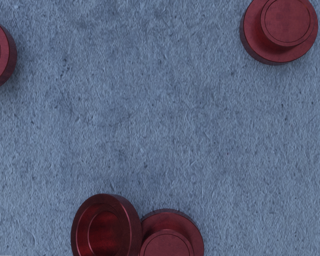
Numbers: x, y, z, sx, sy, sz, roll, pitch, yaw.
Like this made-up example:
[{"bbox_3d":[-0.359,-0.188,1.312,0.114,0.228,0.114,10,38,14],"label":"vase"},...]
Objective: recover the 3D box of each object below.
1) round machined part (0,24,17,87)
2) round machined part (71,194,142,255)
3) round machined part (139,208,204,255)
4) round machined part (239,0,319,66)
[{"bbox_3d":[-0.233,-0.094,0.399,0.099,0.042,0.097,0,90,0],"label":"round machined part"},{"bbox_3d":[-0.061,0.132,0.385,0.098,0.042,0.098,-9,72,32],"label":"round machined part"},{"bbox_3d":[0.008,0.158,0.401,0.099,0.042,0.097,0,90,0],"label":"round machined part"},{"bbox_3d":[0.158,-0.134,0.402,0.099,0.042,0.097,0,90,0],"label":"round machined part"}]
